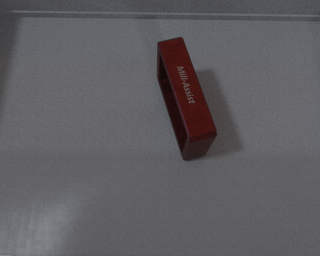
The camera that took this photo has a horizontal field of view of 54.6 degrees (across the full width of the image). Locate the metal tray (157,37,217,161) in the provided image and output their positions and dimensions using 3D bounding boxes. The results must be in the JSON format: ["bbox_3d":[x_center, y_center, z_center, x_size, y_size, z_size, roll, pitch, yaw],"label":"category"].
[{"bbox_3d":[0.028,-0.033,0.385,0.030,0.090,0.130,-15,71,-6],"label":"metal tray"}]
